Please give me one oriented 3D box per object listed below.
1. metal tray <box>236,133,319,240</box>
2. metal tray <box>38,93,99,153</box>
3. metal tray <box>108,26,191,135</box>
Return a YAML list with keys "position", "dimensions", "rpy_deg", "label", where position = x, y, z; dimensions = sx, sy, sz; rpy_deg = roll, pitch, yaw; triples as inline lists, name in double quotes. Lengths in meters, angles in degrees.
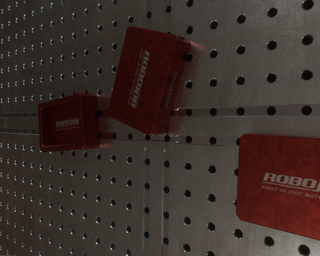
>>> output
- position: [0.140, 0.053, 0.290]
  dimensions: [0.130, 0.030, 0.089]
  rpy_deg: [4, 92, 39]
  label: "metal tray"
- position: [-0.162, -0.006, 0.536]
  dimensions: [0.130, 0.030, 0.089]
  rpy_deg: [-7, 85, 39]
  label: "metal tray"
- position: [-0.019, -0.065, 0.419]
  dimensions: [0.090, 0.030, 0.129]
  rpy_deg: [25, 105, 37]
  label: "metal tray"
